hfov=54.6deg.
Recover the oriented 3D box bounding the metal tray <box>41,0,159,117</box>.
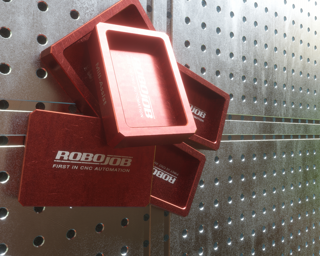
[{"bbox_3d":[-0.055,-0.083,0.357,0.131,0.030,0.090,-47,117,-29],"label":"metal tray"}]

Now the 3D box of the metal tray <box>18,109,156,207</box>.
[{"bbox_3d":[-0.072,0.034,0.323,0.131,0.030,0.090,8,86,-26],"label":"metal tray"}]

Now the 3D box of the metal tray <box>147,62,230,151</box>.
[{"bbox_3d":[0.041,-0.028,0.437,0.131,0.030,0.090,23,76,-38],"label":"metal tray"}]

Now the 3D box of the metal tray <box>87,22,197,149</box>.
[{"bbox_3d":[-0.020,-0.046,0.332,0.091,0.030,0.130,-2,67,-33],"label":"metal tray"}]

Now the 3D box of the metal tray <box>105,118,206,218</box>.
[{"bbox_3d":[-0.003,0.053,0.401,0.130,0.030,0.090,32,71,-35],"label":"metal tray"}]
